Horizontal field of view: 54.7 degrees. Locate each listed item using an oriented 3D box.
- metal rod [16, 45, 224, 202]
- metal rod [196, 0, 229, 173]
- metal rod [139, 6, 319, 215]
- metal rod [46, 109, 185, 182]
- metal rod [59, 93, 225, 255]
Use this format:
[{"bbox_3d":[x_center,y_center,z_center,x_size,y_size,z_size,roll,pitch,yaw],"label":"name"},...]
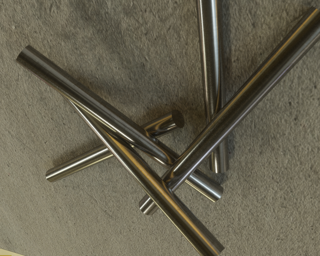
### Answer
[{"bbox_3d":[-0.039,0.003,0.388,0.301,0.025,0.025,37,130,-13],"label":"metal rod"},{"bbox_3d":[0.055,-0.080,0.328,0.025,0.025,0.298,5,121,25],"label":"metal rod"},{"bbox_3d":[0.063,0.004,0.343,0.025,0.025,0.298,39,119,2],"label":"metal rod"},{"bbox_3d":[-0.087,0.038,0.476,0.299,0.025,0.025,-24,105,36],"label":"metal rod"},{"bbox_3d":[-0.038,0.039,0.388,0.300,0.025,0.025,45,132,22],"label":"metal rod"}]
